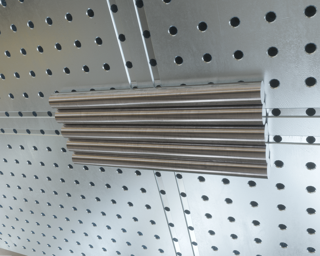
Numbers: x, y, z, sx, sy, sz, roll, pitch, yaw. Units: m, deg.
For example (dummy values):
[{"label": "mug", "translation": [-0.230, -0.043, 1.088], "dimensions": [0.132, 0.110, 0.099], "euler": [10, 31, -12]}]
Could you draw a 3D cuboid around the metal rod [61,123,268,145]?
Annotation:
[{"label": "metal rod", "translation": [-0.013, 0.005, 0.420], "dimensions": [0.301, 0.025, 0.025], "euler": [1, 119, 27]}]

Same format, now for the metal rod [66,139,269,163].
[{"label": "metal rod", "translation": [-0.008, 0.027, 0.431], "dimensions": [0.301, 0.025, 0.025], "euler": [1, 119, 27]}]

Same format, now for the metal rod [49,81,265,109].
[{"label": "metal rod", "translation": [-0.024, -0.039, 0.398], "dimensions": [0.301, 0.025, 0.025], "euler": [1, 119, 27]}]

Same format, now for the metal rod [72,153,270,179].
[{"label": "metal rod", "translation": [-0.003, 0.048, 0.441], "dimensions": [0.300, 0.025, 0.025], "euler": [0, 119, 27]}]

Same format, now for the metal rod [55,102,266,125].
[{"label": "metal rod", "translation": [-0.019, -0.017, 0.409], "dimensions": [0.301, 0.025, 0.025], "euler": [1, 119, 27]}]
